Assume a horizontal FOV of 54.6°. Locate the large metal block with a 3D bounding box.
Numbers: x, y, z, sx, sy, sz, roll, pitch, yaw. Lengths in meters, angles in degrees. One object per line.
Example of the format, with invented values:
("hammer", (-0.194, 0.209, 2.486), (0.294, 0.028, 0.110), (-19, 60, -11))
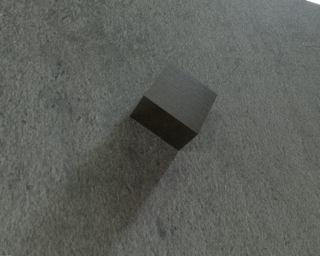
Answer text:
("large metal block", (0.020, -0.031, 0.416), (0.080, 0.050, 0.080), (35, 51, -5))
